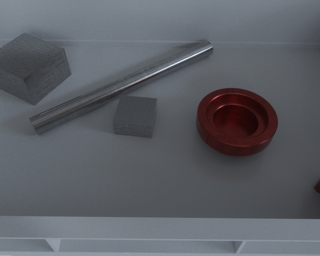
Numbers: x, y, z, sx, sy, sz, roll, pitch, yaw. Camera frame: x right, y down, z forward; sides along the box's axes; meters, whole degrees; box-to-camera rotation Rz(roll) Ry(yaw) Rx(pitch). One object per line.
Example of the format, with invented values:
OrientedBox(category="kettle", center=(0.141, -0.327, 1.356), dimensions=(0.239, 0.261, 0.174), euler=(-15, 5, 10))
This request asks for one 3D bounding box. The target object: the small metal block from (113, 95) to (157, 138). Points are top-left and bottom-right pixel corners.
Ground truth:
OrientedBox(category="small metal block", center=(-0.032, -0.016, 0.418), dimensions=(0.050, 0.025, 0.050), euler=(6, 50, 4))

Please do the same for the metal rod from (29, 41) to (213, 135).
OrientedBox(category="metal rod", center=(-0.042, -0.068, 0.461), dimensions=(0.302, 0.025, 0.025), euler=(-28, 56, -22))

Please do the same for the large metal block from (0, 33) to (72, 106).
OrientedBox(category="large metal block", center=(-0.195, -0.090, 0.462), dimensions=(0.080, 0.050, 0.080), euler=(24, 54, 18))

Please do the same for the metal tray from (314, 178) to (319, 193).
OrientedBox(category="metal tray", center=(0.210, 0.055, 0.291), dimensions=(0.090, 0.130, 0.030), euler=(35, 75, 25))

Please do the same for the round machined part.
OrientedBox(category="round machined part", center=(0.095, -0.003, 0.398), dimensions=(0.099, 0.042, 0.098), euler=(0, 50, 0))
